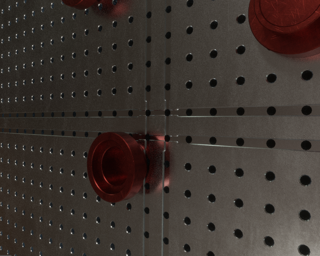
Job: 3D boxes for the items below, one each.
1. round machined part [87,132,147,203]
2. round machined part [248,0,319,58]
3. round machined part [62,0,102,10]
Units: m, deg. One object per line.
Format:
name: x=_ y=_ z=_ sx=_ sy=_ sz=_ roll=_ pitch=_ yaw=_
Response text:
round machined part: x=-0.057 y=0.054 z=0.443 sx=0.098 sy=0.042 sz=0.097 roll=0 pitch=90 yaw=39
round machined part: x=0.129 y=-0.119 z=0.291 sx=0.098 sy=0.042 sz=0.097 roll=0 pitch=90 yaw=39
round machined part: x=-0.117 y=-0.237 z=0.492 sx=0.098 sy=0.042 sz=0.097 roll=0 pitch=90 yaw=39
